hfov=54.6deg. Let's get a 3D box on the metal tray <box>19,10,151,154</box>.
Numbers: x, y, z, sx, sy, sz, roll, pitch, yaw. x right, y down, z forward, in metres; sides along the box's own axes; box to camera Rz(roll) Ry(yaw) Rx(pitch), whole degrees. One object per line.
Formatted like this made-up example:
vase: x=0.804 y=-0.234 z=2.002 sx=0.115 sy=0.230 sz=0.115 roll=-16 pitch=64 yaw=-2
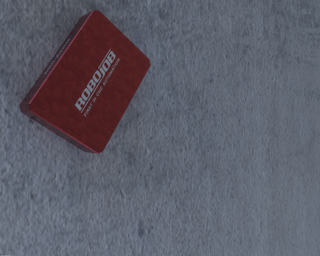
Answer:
metal tray: x=-0.075 y=-0.049 z=0.338 sx=0.090 sy=0.030 sz=0.130 roll=40 pitch=66 yaw=-33
